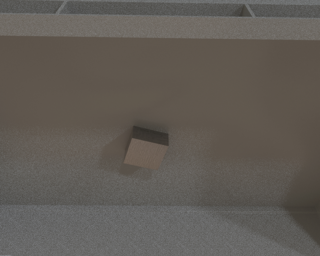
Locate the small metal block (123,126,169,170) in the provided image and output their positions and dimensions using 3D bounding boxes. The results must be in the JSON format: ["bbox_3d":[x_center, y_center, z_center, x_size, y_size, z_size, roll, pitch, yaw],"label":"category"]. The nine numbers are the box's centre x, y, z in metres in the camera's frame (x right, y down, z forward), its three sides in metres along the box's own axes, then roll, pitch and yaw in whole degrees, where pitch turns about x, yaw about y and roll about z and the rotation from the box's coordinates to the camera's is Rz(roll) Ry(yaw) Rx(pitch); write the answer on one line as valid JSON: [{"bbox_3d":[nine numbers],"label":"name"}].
[{"bbox_3d":[-0.020,0.029,0.433,0.050,0.025,0.050,13,129,-11],"label":"small metal block"}]
